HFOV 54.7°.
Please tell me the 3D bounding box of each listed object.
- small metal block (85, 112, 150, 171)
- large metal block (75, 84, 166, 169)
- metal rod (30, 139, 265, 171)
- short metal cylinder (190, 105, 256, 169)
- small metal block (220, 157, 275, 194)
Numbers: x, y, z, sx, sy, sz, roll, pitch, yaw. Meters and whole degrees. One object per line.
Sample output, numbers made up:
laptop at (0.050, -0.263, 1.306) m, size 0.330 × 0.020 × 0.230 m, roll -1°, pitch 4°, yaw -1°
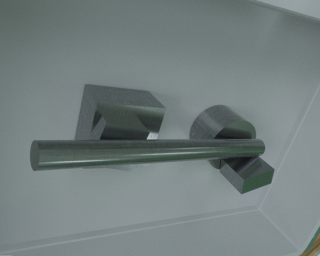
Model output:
small metal block at (-0.047, 0.015, 0.327) m, size 0.050 × 0.025 × 0.050 m, roll 14°, pitch 111°, yaw -34°
large metal block at (-0.049, -0.001, 0.363) m, size 0.081 × 0.050 × 0.079 m, roll 3°, pitch 117°, yaw -30°
metal rod at (0.018, 0.025, 0.342) m, size 0.302 × 0.025 × 0.025 m, roll 1°, pitch 118°, yaw -38°
short metal cylinder at (0.091, 0.013, 0.450) m, size 0.081 × 0.050 × 0.079 m, roll -14°, pitch 125°, yaw -21°
small metal block at (0.119, 0.059, 0.428) m, size 0.050 × 0.050 × 0.025 m, roll -14°, pitch 124°, yaw -21°
